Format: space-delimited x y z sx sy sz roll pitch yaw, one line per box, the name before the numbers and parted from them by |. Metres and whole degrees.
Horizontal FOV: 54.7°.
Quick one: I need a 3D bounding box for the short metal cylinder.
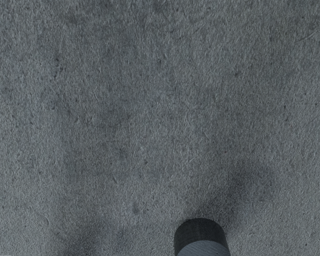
short metal cylinder | 0.062 0.184 0.465 0.081 0.050 0.079 0 110 0
